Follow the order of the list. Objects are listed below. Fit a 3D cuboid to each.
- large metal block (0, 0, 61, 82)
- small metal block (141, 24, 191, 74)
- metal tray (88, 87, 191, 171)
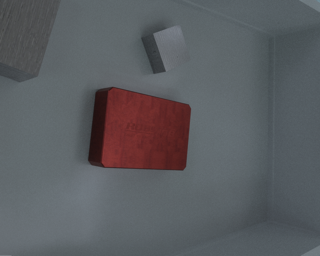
[{"bbox_3d":[-0.144,-0.094,0.270,0.080,0.050,0.080,20,77,-39],"label":"large metal block"},{"bbox_3d":[0.009,-0.106,0.416,0.050,0.025,0.050,-32,110,-36],"label":"small metal block"},{"bbox_3d":[-0.020,0.005,0.389,0.131,0.030,0.089,9,85,-40],"label":"metal tray"}]
